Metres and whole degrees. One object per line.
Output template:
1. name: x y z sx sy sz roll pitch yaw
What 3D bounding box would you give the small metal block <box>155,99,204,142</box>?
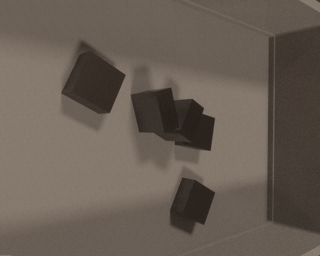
1. small metal block: 0.025 -0.010 0.413 0.025 0.050 0.050 34 69 -35

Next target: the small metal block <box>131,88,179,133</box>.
1. small metal block: -0.007 -0.021 0.387 0.025 0.050 0.050 -20 103 -39

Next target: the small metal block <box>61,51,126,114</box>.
1. small metal block: -0.073 -0.050 0.347 0.050 0.025 0.050 31 70 -36

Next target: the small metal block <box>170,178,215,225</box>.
1. small metal block: 0.048 0.106 0.450 0.050 0.025 0.050 36 68 -35

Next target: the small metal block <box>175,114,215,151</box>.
1. small metal block: 0.052 0.005 0.452 0.050 0.025 0.050 15 81 -39
